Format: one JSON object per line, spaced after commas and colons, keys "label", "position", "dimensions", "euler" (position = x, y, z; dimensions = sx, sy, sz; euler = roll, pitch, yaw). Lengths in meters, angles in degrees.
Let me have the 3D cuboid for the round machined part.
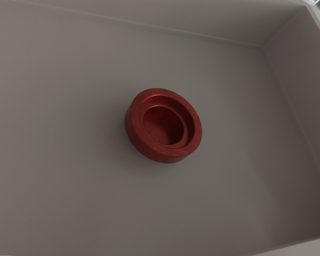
{"label": "round machined part", "position": [0.001, 0.001, 0.396], "dimensions": [0.099, 0.042, 0.098], "euler": [14, 56, -21]}
